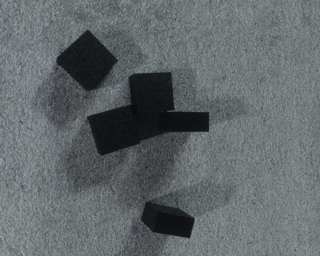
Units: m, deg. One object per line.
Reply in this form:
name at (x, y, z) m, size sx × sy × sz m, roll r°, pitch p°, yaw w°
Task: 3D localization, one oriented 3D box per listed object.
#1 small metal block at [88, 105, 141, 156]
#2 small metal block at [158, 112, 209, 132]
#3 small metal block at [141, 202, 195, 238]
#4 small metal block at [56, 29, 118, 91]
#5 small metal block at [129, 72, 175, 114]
small metal block at (-0.058, 0.002, 0.388) m, size 0.050 × 0.025 × 0.050 m, roll -17°, pitch 96°, yaw -19°
small metal block at (0.030, -0.008, 0.407) m, size 0.050 × 0.050 × 0.025 m, roll 0°, pitch 90°, yaw -20°
small metal block at (0.009, 0.118, 0.399) m, size 0.050 × 0.050 × 0.025 m, roll 16°, pitch 85°, yaw -19°
small metal block at (-0.088, -0.081, 0.376) m, size 0.050 × 0.025 × 0.050 m, roll 45°, pitch 76°, yaw -15°
small metal block at (-0.011, -0.045, 0.405) m, size 0.050 × 0.025 × 0.050 m, roll -6°, pitch 92°, yaw -20°
